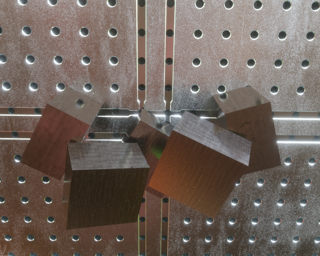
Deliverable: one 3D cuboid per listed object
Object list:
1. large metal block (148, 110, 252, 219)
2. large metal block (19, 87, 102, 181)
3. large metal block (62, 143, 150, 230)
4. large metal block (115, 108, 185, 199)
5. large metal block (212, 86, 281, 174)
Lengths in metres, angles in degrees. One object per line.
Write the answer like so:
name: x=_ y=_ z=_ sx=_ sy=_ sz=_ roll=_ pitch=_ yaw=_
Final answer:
large metal block: x=0.043 y=0.040 z=0.341 sx=0.080 sy=0.050 sz=0.079 roll=26 pitch=122 yaw=6
large metal block: x=-0.119 y=0.004 z=0.383 sx=0.050 sy=0.080 sz=0.080 roll=28 pitch=107 yaw=-10
large metal block: x=-0.064 y=0.064 z=0.353 sx=0.081 sy=0.050 sz=0.079 roll=1 pitch=119 yaw=-23
large metal block: x=-0.011 y=0.033 z=0.411 sx=0.080 sy=0.050 sz=0.080 roll=31 pitch=107 yaw=-11
large metal block: x=0.105 y=0.000 z=0.385 sx=0.050 sy=0.080 sz=0.080 roll=-15 pitch=110 yaw=5
